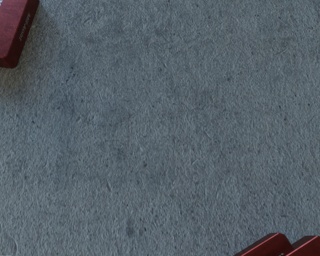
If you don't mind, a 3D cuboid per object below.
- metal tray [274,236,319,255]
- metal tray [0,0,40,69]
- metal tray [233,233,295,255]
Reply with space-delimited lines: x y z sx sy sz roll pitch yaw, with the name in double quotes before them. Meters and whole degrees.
"metal tray" 0.131 0.179 0.308 0.131 0.030 0.090 -27 72 -10
"metal tray" -0.245 -0.157 0.461 0.091 0.030 0.130 8 70 3
"metal tray" 0.129 0.194 0.335 0.090 0.030 0.130 -27 72 -10
